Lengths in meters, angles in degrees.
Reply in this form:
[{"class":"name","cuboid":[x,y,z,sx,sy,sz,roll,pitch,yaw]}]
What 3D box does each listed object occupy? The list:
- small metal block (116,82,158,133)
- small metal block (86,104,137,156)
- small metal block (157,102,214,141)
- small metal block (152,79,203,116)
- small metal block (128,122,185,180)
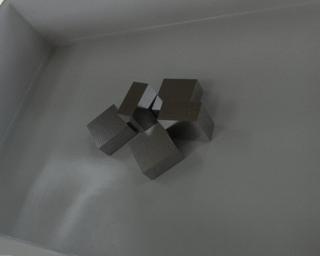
[{"class":"small metal block","cuboid":[-0.025,-0.026,0.414,0.025,0.050,0.050,13,69,33]},{"class":"small metal block","cuboid":[-0.069,0.002,0.436,0.050,0.025,0.050,-38,51,2]},{"class":"small metal block","cuboid":[0.032,-0.008,0.374,0.050,0.050,0.025,3,64,29]},{"class":"small metal block","cuboid":[0.024,-0.038,0.413,0.050,0.025,0.050,7,65,30]},{"class":"small metal block","cuboid":[-0.005,0.028,0.387,0.050,0.025,0.050,-35,52,4]}]
